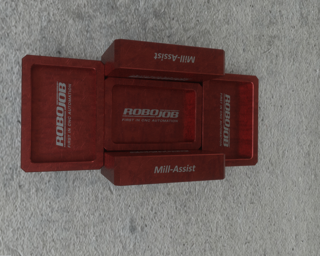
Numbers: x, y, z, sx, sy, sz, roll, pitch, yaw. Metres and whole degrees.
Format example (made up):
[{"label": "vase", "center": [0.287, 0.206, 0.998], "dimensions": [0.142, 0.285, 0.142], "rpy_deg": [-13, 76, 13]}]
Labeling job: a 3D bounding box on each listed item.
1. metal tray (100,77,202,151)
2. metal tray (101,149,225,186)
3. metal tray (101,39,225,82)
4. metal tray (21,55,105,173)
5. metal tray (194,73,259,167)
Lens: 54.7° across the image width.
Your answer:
[{"label": "metal tray", "center": [-0.010, -0.016, 0.405], "dimensions": [0.131, 0.030, 0.089], "rpy_deg": [1, 90, -21]}, {"label": "metal tray", "center": [0.001, 0.044, 0.375], "dimensions": [0.131, 0.090, 0.030], "rpy_deg": [0, 90, -20]}, {"label": "metal tray", "center": [0.001, -0.076, 0.377], "dimensions": [0.131, 0.090, 0.030], "rpy_deg": [0, 90, -20]}, {"label": "metal tray", "center": [-0.114, -0.016, 0.366], "dimensions": [0.091, 0.030, 0.129], "rpy_deg": [1, 90, -21]}, {"label": "metal tray", "center": [0.095, -0.011, 0.444], "dimensions": [0.091, 0.030, 0.129], "rpy_deg": [1, 90, -21]}]
